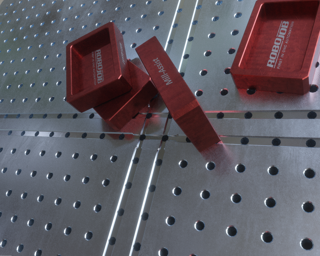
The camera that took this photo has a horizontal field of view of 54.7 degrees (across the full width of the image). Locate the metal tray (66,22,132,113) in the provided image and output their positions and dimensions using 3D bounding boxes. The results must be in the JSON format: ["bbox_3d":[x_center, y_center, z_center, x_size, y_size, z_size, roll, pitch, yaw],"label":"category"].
[{"bbox_3d":[-0.097,-0.095,0.472,0.090,0.030,0.130,-23,53,14],"label":"metal tray"}]

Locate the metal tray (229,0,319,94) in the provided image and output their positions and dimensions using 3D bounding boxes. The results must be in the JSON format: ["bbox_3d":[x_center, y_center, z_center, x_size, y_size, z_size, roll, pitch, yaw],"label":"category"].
[{"bbox_3d":[0.152,-0.108,0.390,0.090,0.030,0.130,11,67,32],"label":"metal tray"}]

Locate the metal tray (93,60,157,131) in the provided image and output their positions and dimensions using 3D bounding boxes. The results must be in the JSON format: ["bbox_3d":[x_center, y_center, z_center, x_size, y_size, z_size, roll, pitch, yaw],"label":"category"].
[{"bbox_3d":[-0.074,-0.066,0.482,0.090,0.030,0.130,-45,51,-4],"label":"metal tray"}]

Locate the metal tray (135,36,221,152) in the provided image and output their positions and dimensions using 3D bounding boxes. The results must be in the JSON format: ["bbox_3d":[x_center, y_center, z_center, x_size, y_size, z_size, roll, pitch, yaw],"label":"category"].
[{"bbox_3d":[0.021,-0.042,0.380,0.030,0.090,0.130,-32,52,7],"label":"metal tray"}]
